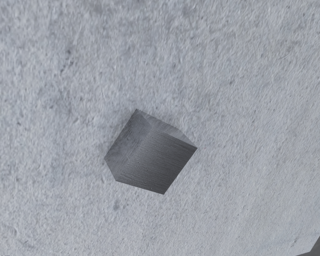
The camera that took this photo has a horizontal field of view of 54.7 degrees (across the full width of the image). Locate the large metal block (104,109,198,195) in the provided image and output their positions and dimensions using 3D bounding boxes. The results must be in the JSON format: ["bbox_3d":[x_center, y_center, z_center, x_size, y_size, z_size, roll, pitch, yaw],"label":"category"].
[{"bbox_3d":[-0.012,0.033,0.406,0.080,0.050,0.080,25,104,-37],"label":"large metal block"}]
